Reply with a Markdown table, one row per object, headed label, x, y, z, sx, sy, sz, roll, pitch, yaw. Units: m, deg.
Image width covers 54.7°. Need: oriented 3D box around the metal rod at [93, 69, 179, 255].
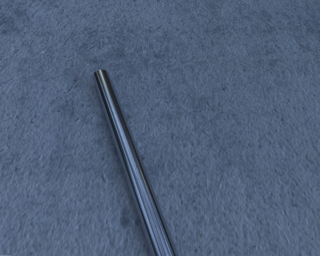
| label | x | y | z | sx | sy | sz | roll | pitch | yaw |
| --- | --- | --- | --- | --- | --- | --- | --- | --- | --- |
| metal rod | -0.039 | 0.030 | 0.377 | 0.025 | 0.025 | 0.299 | -15 | 52 | -13 |
